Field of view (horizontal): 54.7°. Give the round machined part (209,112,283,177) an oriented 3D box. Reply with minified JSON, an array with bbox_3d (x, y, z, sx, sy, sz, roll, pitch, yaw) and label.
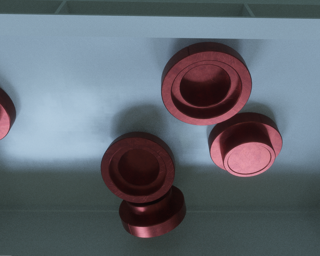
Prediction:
[{"bbox_3d":[0.118,0.029,0.424,0.099,0.042,0.097,0,130,0],"label":"round machined part"}]

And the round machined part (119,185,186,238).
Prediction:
[{"bbox_3d":[-0.013,0.110,0.457,0.098,0.098,0.042,-9,114,7],"label":"round machined part"}]

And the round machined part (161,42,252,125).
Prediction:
[{"bbox_3d":[0.050,-0.053,0.353,0.099,0.042,0.097,0,130,0],"label":"round machined part"}]

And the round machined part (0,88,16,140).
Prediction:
[{"bbox_3d":[-0.237,-0.015,0.382,0.099,0.042,0.097,0,130,0],"label":"round machined part"}]

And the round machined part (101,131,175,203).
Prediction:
[{"bbox_3d":[-0.028,0.050,0.426,0.099,0.042,0.097,1,109,5],"label":"round machined part"}]
